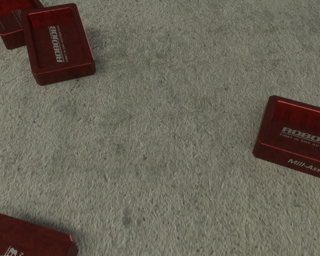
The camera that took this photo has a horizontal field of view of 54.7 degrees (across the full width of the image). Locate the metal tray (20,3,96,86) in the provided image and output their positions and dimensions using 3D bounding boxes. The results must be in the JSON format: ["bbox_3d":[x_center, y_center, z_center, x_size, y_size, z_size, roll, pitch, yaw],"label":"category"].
[{"bbox_3d":[-0.162,-0.136,0.492,0.091,0.030,0.130,-15,66,-13],"label":"metal tray"}]

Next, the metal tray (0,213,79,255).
[{"bbox_3d":[-0.143,0.150,0.273,0.090,0.030,0.130,13,51,10],"label":"metal tray"}]

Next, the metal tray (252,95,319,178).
[{"bbox_3d":[0.192,0.014,0.389,0.130,0.030,0.090,18,52,14],"label":"metal tray"}]

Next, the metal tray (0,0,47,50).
[{"bbox_3d":[-0.255,-0.201,0.566,0.091,0.030,0.130,-25,55,-20],"label":"metal tray"}]
